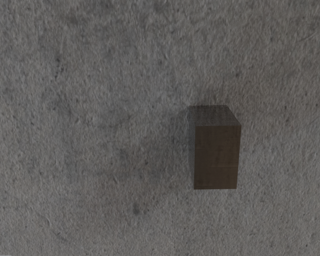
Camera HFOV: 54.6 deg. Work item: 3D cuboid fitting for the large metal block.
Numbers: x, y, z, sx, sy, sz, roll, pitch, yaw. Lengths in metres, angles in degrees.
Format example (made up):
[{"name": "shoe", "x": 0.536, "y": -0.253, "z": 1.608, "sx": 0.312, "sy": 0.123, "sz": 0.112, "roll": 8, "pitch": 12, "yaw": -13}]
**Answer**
[{"name": "large metal block", "x": 0.064, "y": 0.021, "z": 0.389, "sx": 0.050, "sy": 0.080, "sz": 0.079, "roll": -1, "pitch": 110, "yaw": 0}]
